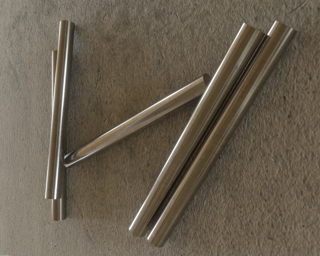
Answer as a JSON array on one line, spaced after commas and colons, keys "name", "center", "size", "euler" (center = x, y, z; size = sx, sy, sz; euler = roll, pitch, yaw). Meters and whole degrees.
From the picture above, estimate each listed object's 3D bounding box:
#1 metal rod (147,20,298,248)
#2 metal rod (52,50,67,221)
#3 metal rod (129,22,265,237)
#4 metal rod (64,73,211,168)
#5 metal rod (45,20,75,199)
[{"name": "metal rod", "center": [0.059, 0.024, 0.356], "size": [0.025, 0.025, 0.298], "euler": [41, 115, 32]}, {"name": "metal rod", "center": [-0.180, 0.013, 0.553], "size": [0.025, 0.025, 0.298], "euler": [0, 90, 40]}, {"name": "metal rod", "center": [0.031, 0.021, 0.369], "size": [0.025, 0.025, 0.298], "euler": [43, 119, 31]}, {"name": "metal rod", "center": [-0.050, 0.003, 0.446], "size": [0.299, 0.025, 0.025], "euler": [-27, 73, 36]}, {"name": "metal rod", "center": [-0.168, -0.034, 0.522], "size": [0.025, 0.025, 0.298], "euler": [-3, 82, 40]}]
